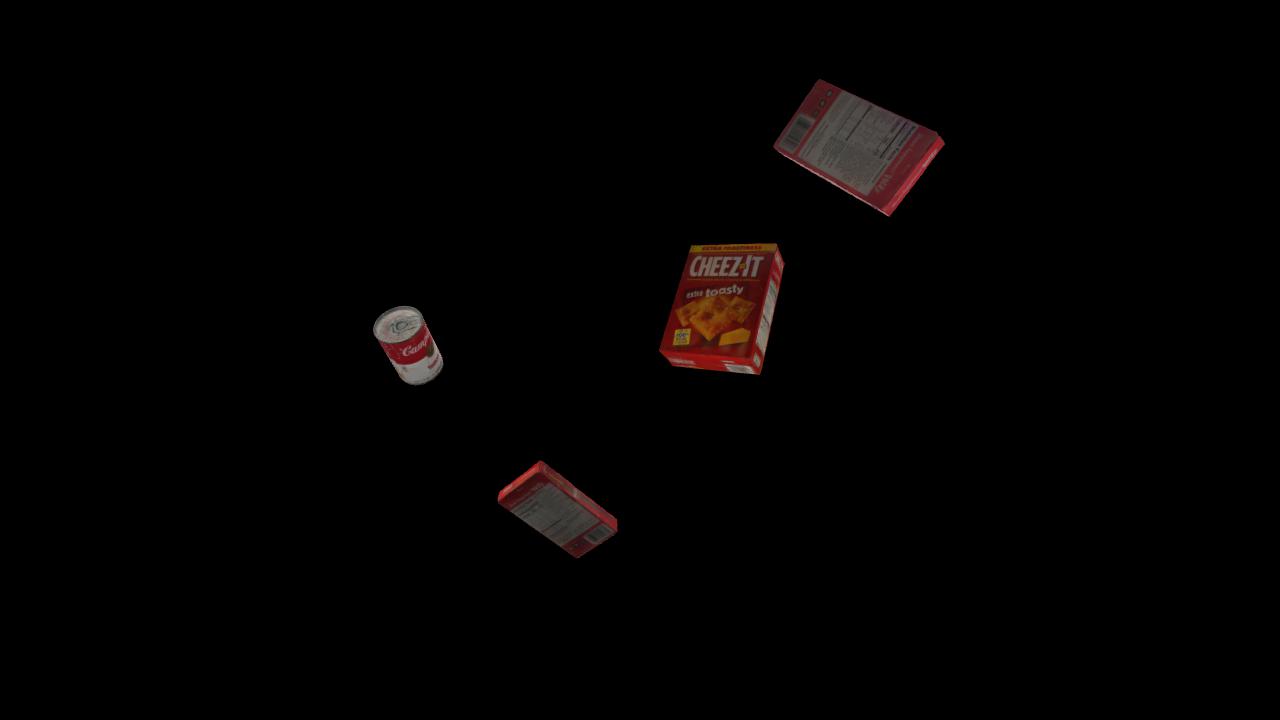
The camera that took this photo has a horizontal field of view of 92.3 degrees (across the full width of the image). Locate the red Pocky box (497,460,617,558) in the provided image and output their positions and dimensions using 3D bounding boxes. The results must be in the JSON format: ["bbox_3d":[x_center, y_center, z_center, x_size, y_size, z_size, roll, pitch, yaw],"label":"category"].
[{"bbox_3d":[-0.110,0.208,0.846,0.083,0.155,0.028,-37,26,19],"label":"red Pocky box"}]

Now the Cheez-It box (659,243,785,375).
[{"bbox_3d":[0.145,-0.092,1.061,0.166,0.223,0.071,6,-23,29],"label":"Cheez-It box"}]

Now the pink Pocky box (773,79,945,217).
[{"bbox_3d":[0.220,-0.221,0.634,0.029,0.084,0.155,13,27,-51],"label":"pink Pocky box"}]

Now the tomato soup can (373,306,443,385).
[{"bbox_3d":[-0.327,-0.018,0.874,0.068,0.068,0.101,0,-38,3],"label":"tomato soup can"}]
